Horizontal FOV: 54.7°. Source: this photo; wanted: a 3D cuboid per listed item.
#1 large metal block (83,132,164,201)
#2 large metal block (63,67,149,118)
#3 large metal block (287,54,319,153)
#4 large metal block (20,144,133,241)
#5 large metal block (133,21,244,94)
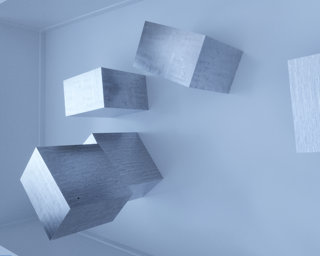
[{"bbox_3d":[-0.055,0.053,0.414,0.050,0.081,0.080,-46,63,30],"label":"large metal block"},{"bbox_3d":[-0.074,-0.045,0.430,0.080,0.081,0.050,-8,85,39],"label":"large metal block"},{"bbox_3d":[0.160,-0.022,0.258,0.080,0.050,0.080,-7,86,39],"label":"large metal block"},{"bbox_3d":[-0.091,0.064,0.340,0.080,0.081,0.050,49,119,28],"label":"large metal block"},{"bbox_3d":[0.032,-0.077,0.343,0.080,0.081,0.050,27,107,36],"label":"large metal block"}]
